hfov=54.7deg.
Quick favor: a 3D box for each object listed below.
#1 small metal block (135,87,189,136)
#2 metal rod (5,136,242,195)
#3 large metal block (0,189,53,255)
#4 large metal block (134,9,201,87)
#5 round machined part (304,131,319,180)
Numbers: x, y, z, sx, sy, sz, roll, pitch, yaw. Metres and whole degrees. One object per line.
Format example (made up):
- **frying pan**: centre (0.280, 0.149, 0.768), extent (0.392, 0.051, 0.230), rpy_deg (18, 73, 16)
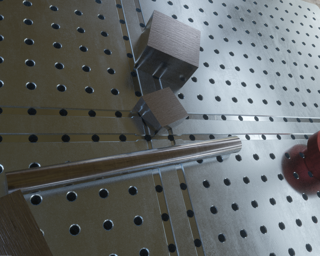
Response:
- **small metal block**: centre (0.003, -0.024, 0.424), extent (0.050, 0.025, 0.050), rpy_deg (-24, 75, -37)
- **metal rod**: centre (-0.018, 0.039, 0.374), extent (0.303, 0.025, 0.025), rpy_deg (-7, 65, -31)
- **large metal block**: centre (-0.139, 0.109, 0.251), extent (0.081, 0.050, 0.080), rpy_deg (-23, 74, -36)
- **large metal block**: centre (0.013, -0.121, 0.473), extent (0.080, 0.050, 0.080), rpy_deg (19, 54, -17)
- **round machined part**: centre (0.283, 0.053, 0.517), extent (0.099, 0.042, 0.098), rpy_deg (14, 56, -21)
